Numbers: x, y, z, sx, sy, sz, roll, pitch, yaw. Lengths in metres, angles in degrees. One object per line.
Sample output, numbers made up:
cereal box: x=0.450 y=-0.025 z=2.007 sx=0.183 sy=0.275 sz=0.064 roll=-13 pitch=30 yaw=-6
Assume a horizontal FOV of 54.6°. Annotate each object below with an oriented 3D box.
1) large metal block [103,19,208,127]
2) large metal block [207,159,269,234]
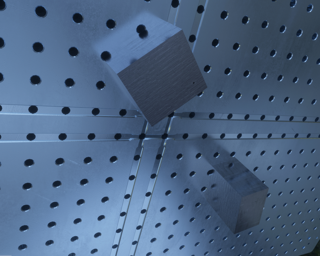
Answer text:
large metal block: x=-0.004 y=-0.062 z=0.354 sx=0.080 sy=0.050 sz=0.080 roll=-36 pitch=129 yaw=-5
large metal block: x=0.124 y=0.111 z=0.511 sx=0.050 sy=0.080 sz=0.079 roll=-12 pitch=124 yaw=-22
